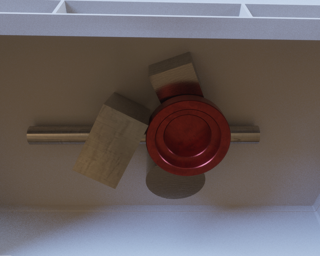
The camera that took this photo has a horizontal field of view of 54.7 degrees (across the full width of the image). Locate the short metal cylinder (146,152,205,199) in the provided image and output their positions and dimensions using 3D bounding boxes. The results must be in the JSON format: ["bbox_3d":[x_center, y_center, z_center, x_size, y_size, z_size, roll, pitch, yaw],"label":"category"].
[{"bbox_3d":[0.021,0.056,0.437,0.081,0.050,0.079,0,130,0],"label":"short metal cylinder"}]

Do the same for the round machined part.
[{"bbox_3d":[0.033,0.006,0.377,0.099,0.042,0.097,0,113,0],"label":"round machined part"}]

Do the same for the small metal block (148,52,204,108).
[{"bbox_3d":[0.019,-0.054,0.362,0.050,0.025,0.050,-16,129,13],"label":"small metal block"}]

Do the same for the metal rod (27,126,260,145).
[{"bbox_3d":[-0.021,0.009,0.413,0.302,0.025,0.025,0,130,-1],"label":"metal rod"}]

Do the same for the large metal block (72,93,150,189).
[{"bbox_3d":[-0.053,0.011,0.360,0.050,0.080,0.080,26,103,-7],"label":"large metal block"}]
